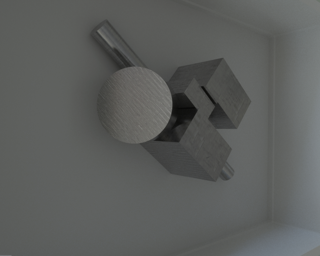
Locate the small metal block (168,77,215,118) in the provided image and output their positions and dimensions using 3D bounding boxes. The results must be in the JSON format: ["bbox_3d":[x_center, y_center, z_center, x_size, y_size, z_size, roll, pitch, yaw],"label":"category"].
[{"bbox_3d":[0.032,-0.034,0.387,0.050,0.050,0.025,48,61,-30],"label":"small metal block"}]

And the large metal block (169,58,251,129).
[{"bbox_3d":[0.064,-0.044,0.426,0.080,0.080,0.050,48,61,-30],"label":"large metal block"}]

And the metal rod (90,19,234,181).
[{"bbox_3d":[0.020,-0.020,0.425,0.300,0.025,0.025,47,62,-30],"label":"metal rod"}]

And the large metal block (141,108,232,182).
[{"bbox_3d":[0.031,0.021,0.398,0.080,0.080,0.050,47,62,-30],"label":"large metal block"}]

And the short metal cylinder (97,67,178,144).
[{"bbox_3d":[-0.022,-0.024,0.344,0.050,0.080,0.079,3,88,-80],"label":"short metal cylinder"}]
